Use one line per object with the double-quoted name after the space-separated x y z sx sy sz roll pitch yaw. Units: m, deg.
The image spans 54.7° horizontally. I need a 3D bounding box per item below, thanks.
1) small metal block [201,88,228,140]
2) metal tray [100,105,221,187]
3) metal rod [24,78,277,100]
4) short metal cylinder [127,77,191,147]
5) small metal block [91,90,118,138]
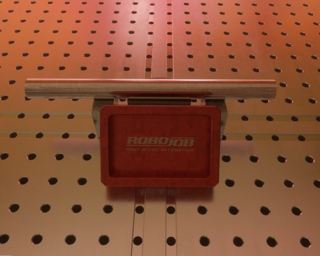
0.069 -0.019 0.408 0.025 0.050 0.050 -1 50 0 "small metal block"
0.000 0.019 0.352 0.131 0.089 0.030 0 7 0 "metal tray"
-0.011 -0.048 0.382 0.302 0.025 0.025 0 50 0 "metal rod"
-0.001 -0.022 0.409 0.080 0.050 0.080 0 50 0 "short metal cylinder"
-0.070 -0.022 0.409 0.025 0.050 0.050 -1 50 0 "small metal block"
